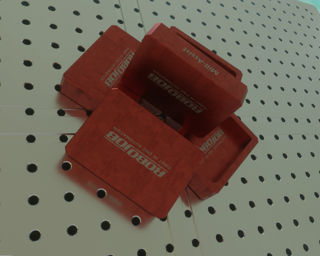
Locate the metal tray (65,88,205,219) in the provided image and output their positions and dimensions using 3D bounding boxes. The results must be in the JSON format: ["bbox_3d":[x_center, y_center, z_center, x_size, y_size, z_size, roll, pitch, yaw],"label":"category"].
[{"bbox_3d":[-0.027,0.028,0.350,0.130,0.030,0.090,37,76,-4],"label":"metal tray"}]

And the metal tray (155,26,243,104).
[{"bbox_3d":[0.050,-0.079,0.443,0.130,0.030,0.090,32,51,-8],"label":"metal tray"}]

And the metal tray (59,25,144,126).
[{"bbox_3d":[-0.060,-0.074,0.418,0.090,0.030,0.130,34,51,-7],"label":"metal tray"}]

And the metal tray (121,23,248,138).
[{"bbox_3d":[0.026,-0.052,0.374,0.130,0.090,0.030,35,51,-5],"label":"metal tray"}]

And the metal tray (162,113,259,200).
[{"bbox_3d":[0.071,0.024,0.429,0.090,0.030,0.131,47,51,5],"label":"metal tray"}]
